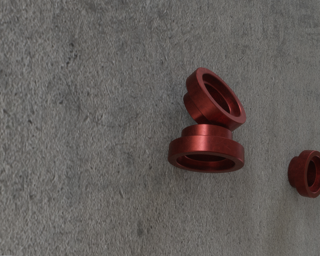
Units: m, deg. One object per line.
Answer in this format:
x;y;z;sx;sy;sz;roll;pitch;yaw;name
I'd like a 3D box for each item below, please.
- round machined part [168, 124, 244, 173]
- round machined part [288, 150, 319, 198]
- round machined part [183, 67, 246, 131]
0.061;0.027;0.411;0.098;0.098;0.042;25;62;-38;round machined part
0.304;0.095;0.649;0.099;0.042;0.097;0;90;-40;round machined part
0.071;-0.034;0.433;0.098;0.042;0.098;32;34;-25;round machined part
